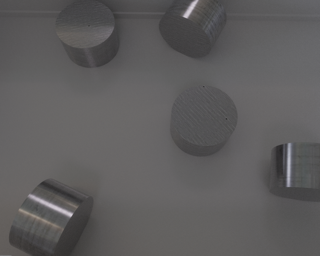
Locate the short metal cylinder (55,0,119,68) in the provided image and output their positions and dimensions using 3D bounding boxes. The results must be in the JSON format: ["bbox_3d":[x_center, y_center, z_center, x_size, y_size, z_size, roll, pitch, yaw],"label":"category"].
[{"bbox_3d":[-0.102,-0.134,0.445,0.081,0.050,0.080,0,70,0],"label":"short metal cylinder"}]

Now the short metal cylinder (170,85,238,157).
[{"bbox_3d":[0.054,-0.008,0.399,0.081,0.050,0.080,0,70,0],"label":"short metal cylinder"}]

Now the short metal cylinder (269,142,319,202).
[{"bbox_3d":[0.171,0.053,0.362,0.080,0.080,0.050,9,71,3],"label":"short metal cylinder"}]

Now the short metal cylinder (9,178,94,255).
[{"bbox_3d":[-0.116,0.103,0.342,0.050,0.080,0.080,23,72,8],"label":"short metal cylinder"}]

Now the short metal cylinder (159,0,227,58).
[{"bbox_3d":[0.046,-0.145,0.434,0.080,0.080,0.050,27,72,9],"label":"short metal cylinder"}]
